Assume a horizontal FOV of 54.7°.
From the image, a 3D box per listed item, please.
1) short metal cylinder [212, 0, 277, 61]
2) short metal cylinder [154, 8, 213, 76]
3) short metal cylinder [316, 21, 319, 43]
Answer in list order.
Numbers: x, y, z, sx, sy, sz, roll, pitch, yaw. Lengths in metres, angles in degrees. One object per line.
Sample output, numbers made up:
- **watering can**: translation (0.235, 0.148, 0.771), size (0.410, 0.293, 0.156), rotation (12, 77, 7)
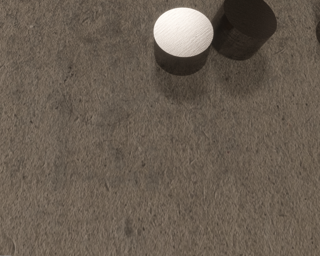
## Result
- **short metal cylinder**: translation (0.115, -0.143, 0.438), size (0.081, 0.050, 0.080), rotation (7, 66, -15)
- **short metal cylinder**: translation (0.032, -0.121, 0.440), size (0.081, 0.050, 0.080), rotation (0, 70, 0)
- **short metal cylinder**: translation (0.281, -0.152, 0.454), size (0.081, 0.050, 0.080), rotation (0, 70, 0)
